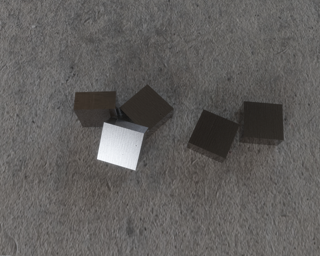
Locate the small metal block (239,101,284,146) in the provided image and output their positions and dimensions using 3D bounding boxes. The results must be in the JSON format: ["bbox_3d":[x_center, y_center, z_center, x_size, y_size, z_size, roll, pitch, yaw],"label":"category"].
[{"bbox_3d":[0.134,-0.006,0.411,0.050,0.025,0.050,5,70,2],"label":"small metal block"}]

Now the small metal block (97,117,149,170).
[{"bbox_3d":[-0.046,0.019,0.387,0.050,0.025,0.050,16,108,5],"label":"small metal block"}]

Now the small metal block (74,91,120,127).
[{"bbox_3d":[-0.079,-0.023,0.401,0.050,0.050,0.025,-2,65,-1],"label":"small metal block"}]

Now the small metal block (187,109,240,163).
[{"bbox_3d":[0.069,0.011,0.404,0.050,0.025,0.050,24,72,8],"label":"small metal block"}]

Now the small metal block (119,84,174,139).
[{"bbox_3d":[-0.017,-0.022,0.416,0.050,0.025,0.050,-42,76,-14],"label":"small metal block"}]
